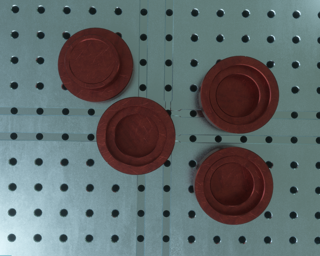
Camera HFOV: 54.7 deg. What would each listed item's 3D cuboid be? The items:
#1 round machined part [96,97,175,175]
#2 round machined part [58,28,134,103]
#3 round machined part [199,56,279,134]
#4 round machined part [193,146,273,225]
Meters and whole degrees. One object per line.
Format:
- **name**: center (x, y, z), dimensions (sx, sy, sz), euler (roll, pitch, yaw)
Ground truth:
- **round machined part**: center (-0.030, 0.010, 0.405), dimensions (0.099, 0.042, 0.097), euler (0, 90, -1)
- **round machined part**: center (-0.084, -0.083, 0.404), dimensions (0.099, 0.042, 0.097), euler (0, 90, -1)
- **round machined part**: center (0.100, -0.042, 0.406), dimensions (0.099, 0.042, 0.097), euler (0, 90, -1)
- **round machined part**: center (0.092, 0.072, 0.406), dimensions (0.099, 0.042, 0.097), euler (0, 90, -1)
